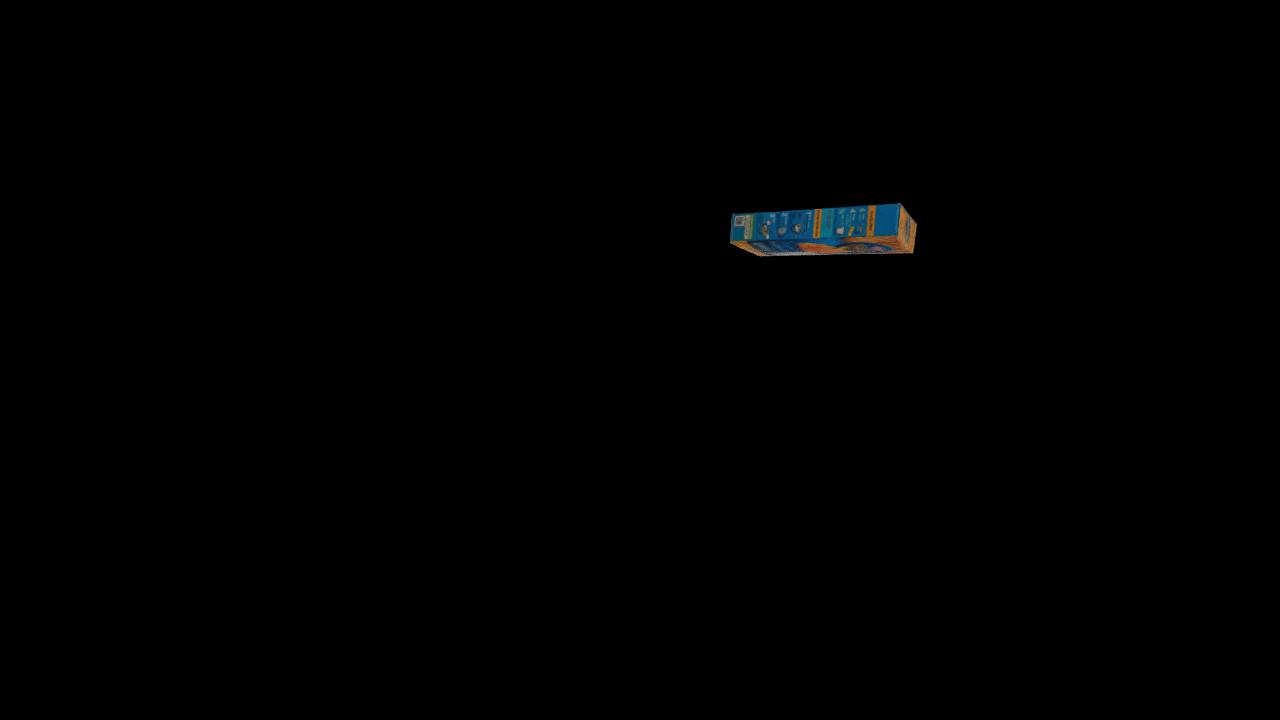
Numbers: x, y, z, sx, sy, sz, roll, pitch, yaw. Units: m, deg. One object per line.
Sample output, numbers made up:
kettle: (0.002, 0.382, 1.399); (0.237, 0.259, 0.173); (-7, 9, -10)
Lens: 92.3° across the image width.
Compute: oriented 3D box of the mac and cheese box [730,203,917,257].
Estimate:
mac and cheese box: (0.205, -0.144, 0.697); (0.184, 0.041, 0.093); (5, 0, 34)
